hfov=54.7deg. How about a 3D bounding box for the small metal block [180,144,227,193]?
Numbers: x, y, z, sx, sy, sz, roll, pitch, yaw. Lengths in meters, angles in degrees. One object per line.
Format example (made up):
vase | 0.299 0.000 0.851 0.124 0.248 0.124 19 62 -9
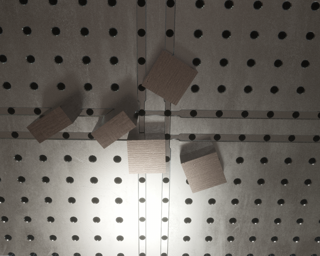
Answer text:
small metal block | 0.061 0.058 0.436 0.050 0.025 0.050 -20 109 6

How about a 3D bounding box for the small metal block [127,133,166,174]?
small metal block | -0.018 0.035 0.426 0.050 0.025 0.050 -1 110 0

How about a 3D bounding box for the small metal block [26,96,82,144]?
small metal block | -0.132 -0.012 0.394 0.050 0.050 0.025 -30 108 10

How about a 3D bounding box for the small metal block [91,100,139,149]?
small metal block | -0.056 -0.006 0.397 0.050 0.050 0.025 -35 107 11

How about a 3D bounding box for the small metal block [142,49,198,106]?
small metal block | 0.012 -0.064 0.390 0.050 0.025 0.050 30 107 -11
